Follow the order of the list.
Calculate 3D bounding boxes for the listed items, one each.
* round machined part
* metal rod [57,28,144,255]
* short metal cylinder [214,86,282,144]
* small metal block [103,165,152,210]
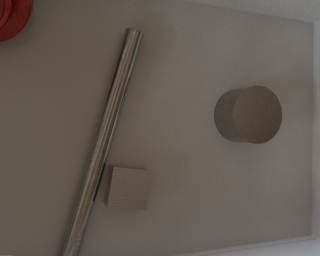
[{"bbox_3d":[-0.183,-0.133,0.310,0.099,0.042,0.097,-6,123,-9],"label":"round machined part"},{"bbox_3d":[-0.073,0.020,0.384,0.025,0.025,0.299,18,84,-20],"label":"metal rod"},{"bbox_3d":[0.126,-0.018,0.445,0.081,0.050,0.079,0,90,-21],"label":"short metal cylinder"},{"bbox_3d":[-0.041,0.076,0.396,0.050,0.025,0.050,10,87,-20],"label":"small metal block"}]
